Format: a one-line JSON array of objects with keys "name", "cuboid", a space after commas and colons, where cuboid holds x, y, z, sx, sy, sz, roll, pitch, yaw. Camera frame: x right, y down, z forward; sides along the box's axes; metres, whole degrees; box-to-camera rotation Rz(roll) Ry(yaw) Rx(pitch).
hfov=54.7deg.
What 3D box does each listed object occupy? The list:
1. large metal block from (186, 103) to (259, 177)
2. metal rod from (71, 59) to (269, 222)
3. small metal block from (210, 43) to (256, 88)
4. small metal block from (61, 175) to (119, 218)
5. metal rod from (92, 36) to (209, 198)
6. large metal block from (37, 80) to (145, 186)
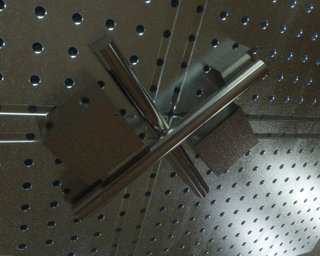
[{"name": "large metal block", "cuboid": [0.085, 0.011, 0.448, 0.080, 0.050, 0.080, -40, 129, -1]}, {"name": "metal rod", "cuboid": [0.014, 0.014, 0.395, 0.301, 0.025, 0.025, -38, 129, -2]}, {"name": "small metal block", "cuboid": [0.103, -0.077, 0.420, 0.050, 0.025, 0.050, -38, 129, -3]}, {"name": "small metal block", "cuboid": [-0.093, 0.085, 0.413, 0.050, 0.025, 0.050, -39, 129, -2]}, {"name": "metal rod", "cuboid": [0.005, 0.008, 0.417, 0.025, 0.025, 0.300, -37, 129, -4]}, {"name": "large metal block", "cuboid": [-0.078, 0.006, 0.356, 0.080, 0.050, 0.080, -37, 129, -3]}]
